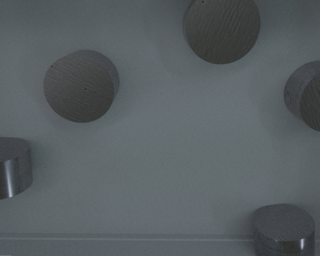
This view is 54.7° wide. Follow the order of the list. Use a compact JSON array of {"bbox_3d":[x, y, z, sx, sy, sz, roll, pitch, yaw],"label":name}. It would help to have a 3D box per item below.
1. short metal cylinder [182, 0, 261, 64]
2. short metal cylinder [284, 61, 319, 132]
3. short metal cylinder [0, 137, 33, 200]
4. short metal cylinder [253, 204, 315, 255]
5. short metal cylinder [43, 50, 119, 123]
[{"bbox_3d":[0.068,-0.117,0.355,0.081,0.050,0.079,0,110,0],"label":"short metal cylinder"},{"bbox_3d":[0.204,-0.040,0.385,0.081,0.050,0.079,0,110,0],"label":"short metal cylinder"},{"bbox_3d":[-0.209,0.050,0.398,0.081,0.080,0.050,3,110,-2],"label":"short metal cylinder"},{"bbox_3d":[0.175,0.153,0.440,0.080,0.080,0.050,-9,110,3],"label":"short metal cylinder"},{"bbox_3d":[-0.093,-0.052,0.378,0.081,0.050,0.079,0,110,0],"label":"short metal cylinder"}]
